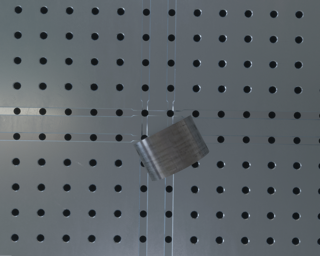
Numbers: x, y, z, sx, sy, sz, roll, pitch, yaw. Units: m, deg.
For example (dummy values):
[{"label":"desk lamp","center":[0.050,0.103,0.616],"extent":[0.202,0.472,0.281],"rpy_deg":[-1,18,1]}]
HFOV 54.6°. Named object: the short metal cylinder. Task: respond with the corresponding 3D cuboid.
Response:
[{"label":"short metal cylinder","center":[0.014,0.024,0.386],"extent":[0.080,0.080,0.050],"rpy_deg":[-27,90,0]}]
